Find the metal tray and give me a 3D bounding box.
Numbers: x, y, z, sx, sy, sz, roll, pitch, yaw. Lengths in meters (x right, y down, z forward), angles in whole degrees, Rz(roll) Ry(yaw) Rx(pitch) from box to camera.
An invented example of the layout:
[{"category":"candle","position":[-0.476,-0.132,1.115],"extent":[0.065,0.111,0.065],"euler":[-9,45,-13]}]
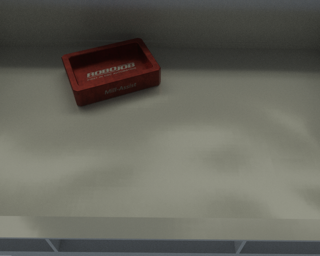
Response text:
[{"category":"metal tray","position":[-0.075,-0.089,0.475],"extent":[0.131,0.030,0.090],"euler":[-18,52,-15]}]
